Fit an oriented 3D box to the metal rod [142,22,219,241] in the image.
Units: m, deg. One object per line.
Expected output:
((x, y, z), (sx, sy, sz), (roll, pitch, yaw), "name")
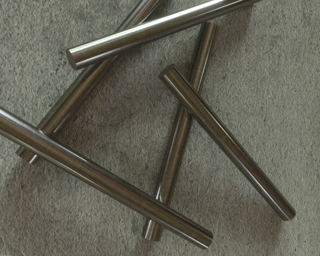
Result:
((0.029, 0.001, 0.419), (0.025, 0.025, 0.299), (18, 84, -19), "metal rod")

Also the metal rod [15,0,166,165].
((-0.068, -0.084, 0.383), (0.025, 0.025, 0.300), (39, 77, -16), "metal rod")

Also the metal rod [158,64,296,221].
((0.104, 0.032, 0.429), (0.025, 0.025, 0.300), (-48, 111, -13), "metal rod")

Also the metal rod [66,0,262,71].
((0.025, -0.138, 0.400), (0.302, 0.025, 0.025), (-28, 99, -25), "metal rod")

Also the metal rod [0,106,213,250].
((-0.058, 0.065, 0.359), (0.301, 0.025, 0.025), (34, 79, -17), "metal rod")
